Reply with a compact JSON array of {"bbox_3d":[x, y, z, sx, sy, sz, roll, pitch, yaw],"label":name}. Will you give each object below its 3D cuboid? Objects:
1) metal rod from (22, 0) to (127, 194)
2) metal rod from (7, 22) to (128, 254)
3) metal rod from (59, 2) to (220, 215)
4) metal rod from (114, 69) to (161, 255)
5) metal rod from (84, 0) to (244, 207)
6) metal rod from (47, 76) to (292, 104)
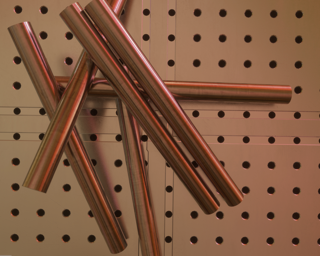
[{"bbox_3d":[-0.086,-0.072,0.365,0.025,0.025,0.300,17,71,0],"label":"metal rod"},{"bbox_3d":[-0.105,0.024,0.376,0.025,0.025,0.299,-20,105,0],"label":"metal rod"},{"bbox_3d":[-0.014,-0.011,0.374,0.025,0.025,0.300,-35,106,0],"label":"metal rod"},{"bbox_3d":[-0.029,0.068,0.413,0.025,0.025,0.298,-10,90,0],"label":"metal rod"},{"bbox_3d":[0.015,-0.019,0.373,0.025,0.025,0.300,-37,106,0],"label":"metal rod"},{"bbox_3d":[0.014,-0.047,0.391,0.302,0.025,0.025,2,90,-4],"label":"metal rod"}]
